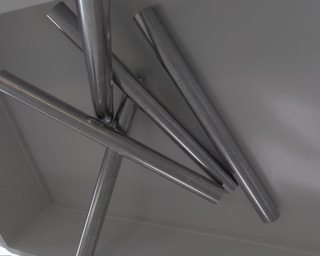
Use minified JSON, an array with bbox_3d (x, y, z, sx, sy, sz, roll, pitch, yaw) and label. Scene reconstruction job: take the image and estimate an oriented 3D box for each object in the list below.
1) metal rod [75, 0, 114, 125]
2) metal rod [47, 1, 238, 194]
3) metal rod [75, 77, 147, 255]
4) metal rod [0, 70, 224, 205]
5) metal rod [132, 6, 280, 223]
[{"bbox_3d":[-0.062,-0.048,0.327,0.025,0.025,0.299,32,156,7],"label":"metal rod"},{"bbox_3d":[-0.010,-0.026,0.371,0.300,0.025,0.025,45,130,-14],"label":"metal rod"},{"bbox_3d":[-0.073,0.075,0.419,0.025,0.025,0.298,21,103,15],"label":"metal rod"},{"bbox_3d":[-0.058,0.013,0.378,0.301,0.025,0.025,28,129,-4],"label":"metal rod"},{"bbox_3d":[0.062,-0.006,0.372,0.025,0.025,0.299,-25,105,37],"label":"metal rod"}]
